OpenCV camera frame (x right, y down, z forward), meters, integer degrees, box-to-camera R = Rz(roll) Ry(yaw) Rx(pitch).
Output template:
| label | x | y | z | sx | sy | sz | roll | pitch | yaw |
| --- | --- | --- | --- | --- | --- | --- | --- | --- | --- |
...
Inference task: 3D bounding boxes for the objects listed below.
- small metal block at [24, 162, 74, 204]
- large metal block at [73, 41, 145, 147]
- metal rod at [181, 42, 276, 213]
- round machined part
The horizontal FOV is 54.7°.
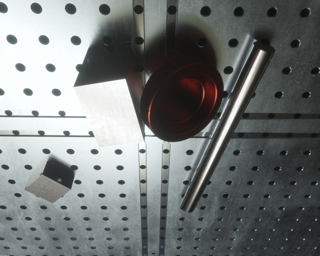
| label | x | y | z | sx | sy | sz | roll | pitch | yaw |
| --- | --- | --- | --- | --- | --- | --- | --- | --- | --- |
| small metal block | -0.172 | 0.086 | 0.483 | 0.050 | 0.025 | 0.050 | -37 | 121 | 27 |
| large metal block | -0.049 | -0.038 | 0.343 | 0.050 | 0.080 | 0.080 | -8 | 130 | 6 |
| metal rod | 0.080 | 0.022 | 0.431 | 0.025 | 0.025 | 0.298 | 10 | 130 | -9 |
| round machined part | 0.021 | -0.036 | 0.353 | 0.099 | 0.042 | 0.097 | -19 | 131 | -24 |
